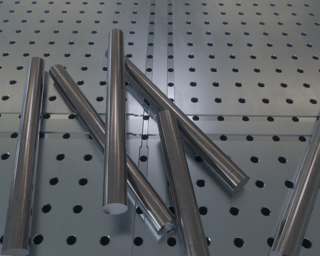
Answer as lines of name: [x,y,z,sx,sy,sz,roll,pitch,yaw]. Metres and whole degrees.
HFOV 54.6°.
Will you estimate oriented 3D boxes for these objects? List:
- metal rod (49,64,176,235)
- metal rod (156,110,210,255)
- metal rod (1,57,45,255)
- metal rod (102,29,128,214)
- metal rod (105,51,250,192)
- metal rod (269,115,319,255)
metal rod: [-0.076,0.007,0.401,0.025,0.025,0.300,-27,55,-21]
metal rod: [0.031,0.103,0.310,0.025,0.025,0.300,-7,54,-6]
metal rod: [-0.169,0.010,0.398,0.025,0.025,0.300,-8,50,-7]
metal rod: [-0.057,-0.034,0.402,0.025,0.025,0.300,-4,50,-3]
metal rod: [0.007,-0.029,0.432,0.025,0.025,0.300,-28,56,-22]
metal rod: [0.197,0.029,0.384,0.025,0.025,0.301,25,54,19]
